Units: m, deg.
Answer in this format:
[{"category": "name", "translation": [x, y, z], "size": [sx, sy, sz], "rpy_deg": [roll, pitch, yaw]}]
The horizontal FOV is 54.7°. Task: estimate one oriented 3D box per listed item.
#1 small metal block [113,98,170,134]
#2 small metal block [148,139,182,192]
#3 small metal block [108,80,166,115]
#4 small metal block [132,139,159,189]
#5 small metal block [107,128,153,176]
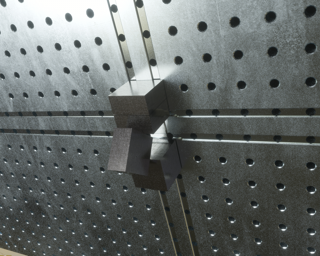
[{"category": "small metal block", "translation": [-0.022, -0.016, 0.394], "size": [0.050, 0.050, 0.025], "rpy_deg": [2, 119, 27]}, {"category": "small metal block", "translation": [0.005, 0.050, 0.420], "size": [0.025, 0.050, 0.050], "rpy_deg": [1, 119, 27]}, {"category": "small metal block", "translation": [-0.027, -0.038, 0.383], "size": [0.050, 0.050, 0.025], "rpy_deg": [2, 119, 27]}, {"category": "small metal block", "translation": [-0.017, 0.049, 0.433], "size": [0.025, 0.050, 0.050], "rpy_deg": [1, 119, 27]}, {"category": "small metal block", "translation": [-0.035, 0.030, 0.377], "size": [0.025, 0.050, 0.050], "rpy_deg": [1, 77, 28]}]
